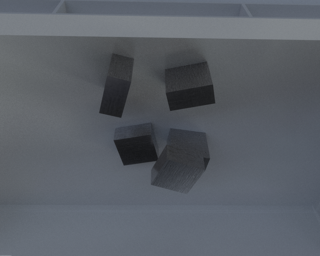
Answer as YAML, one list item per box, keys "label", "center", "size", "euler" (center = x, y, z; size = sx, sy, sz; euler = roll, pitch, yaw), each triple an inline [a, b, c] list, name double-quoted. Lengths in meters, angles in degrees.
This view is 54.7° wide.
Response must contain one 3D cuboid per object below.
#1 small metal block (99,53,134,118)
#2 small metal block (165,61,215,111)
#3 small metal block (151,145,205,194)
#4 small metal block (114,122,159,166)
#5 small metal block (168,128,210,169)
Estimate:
- label: "small metal block"
  center: [-0.049, -0.048, 0.351]
  size: [0.025, 0.050, 0.050]
  euler: [13, 129, -11]
- label: "small metal block"
  center: [0.033, -0.048, 0.352]
  size: [0.050, 0.050, 0.025]
  euler: [-9, 130, 7]
- label: "small metal block"
  center: [0.021, 0.053, 0.389]
  size: [0.050, 0.025, 0.050]
  euler: [18, 128, -15]
- label: "small metal block"
  center: [-0.031, 0.023, 0.428]
  size: [0.050, 0.025, 0.050]
  euler: [-9, 130, 7]
- label: "small metal block"
  center: [0.037, 0.029, 0.418]
  size: [0.050, 0.050, 0.025]
  euler: [8, 130, -7]
